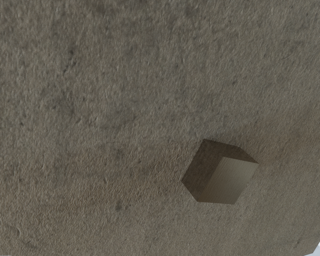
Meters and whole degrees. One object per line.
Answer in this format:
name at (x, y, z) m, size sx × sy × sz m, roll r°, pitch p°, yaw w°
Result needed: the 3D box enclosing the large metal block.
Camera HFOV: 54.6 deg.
large metal block at (0.093, 0.070, 0.484) m, size 0.081 × 0.050 × 0.080 m, roll 13°, pitch 112°, yaw -34°
